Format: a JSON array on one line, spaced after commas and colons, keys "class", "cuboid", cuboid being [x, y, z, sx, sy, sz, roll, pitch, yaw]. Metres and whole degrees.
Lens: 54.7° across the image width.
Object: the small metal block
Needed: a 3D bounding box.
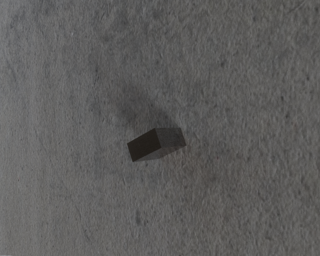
[{"class": "small metal block", "cuboid": [-0.004, 0.021, 0.390, 0.050, 0.050, 0.025, -29, 72, 36]}]
